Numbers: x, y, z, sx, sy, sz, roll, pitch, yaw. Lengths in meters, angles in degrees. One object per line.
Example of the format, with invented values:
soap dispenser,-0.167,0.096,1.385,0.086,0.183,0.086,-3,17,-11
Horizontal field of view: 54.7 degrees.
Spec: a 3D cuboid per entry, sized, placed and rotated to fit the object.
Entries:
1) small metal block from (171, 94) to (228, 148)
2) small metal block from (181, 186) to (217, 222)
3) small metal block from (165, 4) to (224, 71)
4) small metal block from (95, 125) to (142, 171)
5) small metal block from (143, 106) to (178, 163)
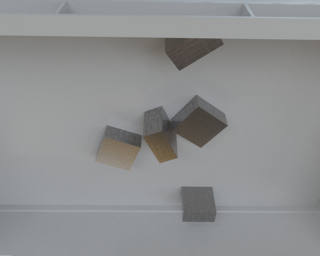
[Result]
small metal block,0.051,-0.008,0.403,0.050,0.025,0.050,31,124,-24
small metal block,0.061,0.122,0.497,0.050,0.050,0.025,1,130,-1
small metal block,0.033,-0.092,0.314,0.050,0.050,0.025,-28,125,22
small metal block,-0.058,0.029,0.433,0.050,0.025,0.050,17,128,-14
small metal block,0.001,0.008,0.400,0.025,0.050,0.050,-18,128,15
